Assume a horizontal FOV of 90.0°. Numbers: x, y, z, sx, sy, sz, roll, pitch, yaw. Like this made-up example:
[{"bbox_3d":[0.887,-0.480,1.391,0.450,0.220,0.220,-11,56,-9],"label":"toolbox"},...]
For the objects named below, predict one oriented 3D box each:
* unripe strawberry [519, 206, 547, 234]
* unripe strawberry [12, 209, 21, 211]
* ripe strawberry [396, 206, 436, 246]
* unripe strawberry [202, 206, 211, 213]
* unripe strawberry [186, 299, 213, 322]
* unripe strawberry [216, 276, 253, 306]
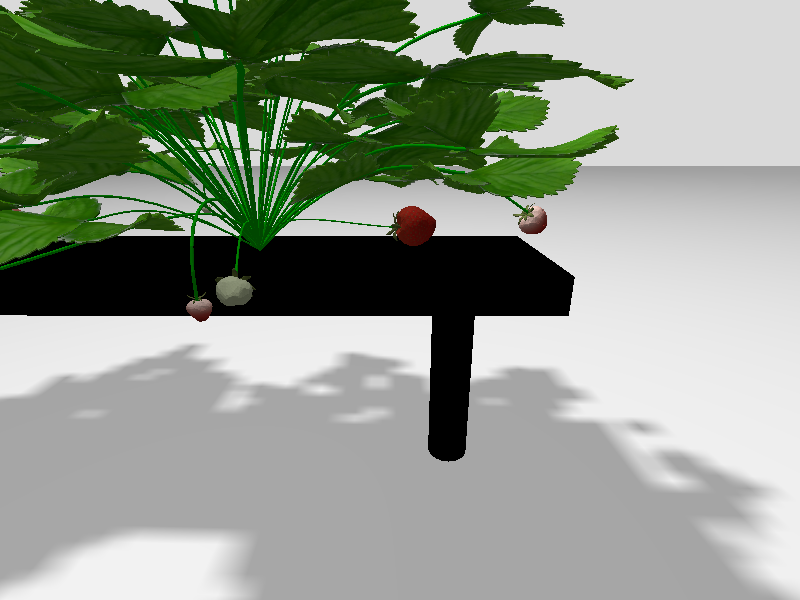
[{"bbox_3d":[0.139,-0.081,0.415,0.028,0.029,0.026,36,7,-24],"label":"unripe strawberry"},{"bbox_3d":[-0.421,-0.088,0.434,0.027,0.029,0.025,-10,23,-28],"label":"unripe strawberry"},{"bbox_3d":[0.016,-0.070,0.379,0.038,0.037,0.035,-4,20,-11],"label":"ripe strawberry"},{"bbox_3d":[-0.245,-0.114,0.507,0.011,0.011,0.010,-14,24,-33],"label":"unripe strawberry"},{"bbox_3d":[-0.101,0.005,0.203,0.012,0.012,0.010,-3,20,-8],"label":"unripe strawberry"},{"bbox_3d":[-0.092,-0.004,0.221,0.019,0.016,0.019,-5,29,-12],"label":"unripe strawberry"}]
